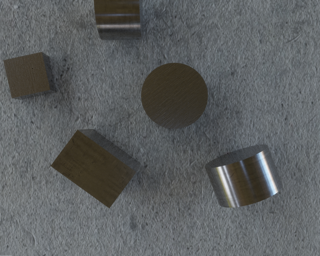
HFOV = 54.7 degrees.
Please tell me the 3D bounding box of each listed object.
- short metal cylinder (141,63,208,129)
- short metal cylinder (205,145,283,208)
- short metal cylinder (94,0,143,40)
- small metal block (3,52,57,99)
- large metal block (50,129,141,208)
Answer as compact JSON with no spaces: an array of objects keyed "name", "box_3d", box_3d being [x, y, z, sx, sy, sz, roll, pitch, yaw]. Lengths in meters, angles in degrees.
[{"name":"short metal cylinder","box_3d":[0.018,-0.039,0.397,0.081,0.050,0.079,0,90,0]},{"name":"short metal cylinder","box_3d":[0.102,0.058,0.383,0.080,0.080,0.050,-20,90,0]},{"name":"short metal cylinder","box_3d":[-0.048,-0.150,0.382,0.050,0.080,0.079,-1,90,0]},{"name":"small metal block","box_3d":[-0.170,-0.068,0.408,0.050,0.025,0.050,-12,90,0]},{"name":"large metal block","box_3d":[-0.073,0.045,0.382,0.080,0.080,0.050,36,90,0]}]
